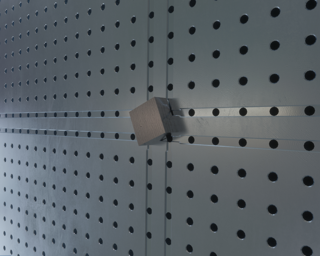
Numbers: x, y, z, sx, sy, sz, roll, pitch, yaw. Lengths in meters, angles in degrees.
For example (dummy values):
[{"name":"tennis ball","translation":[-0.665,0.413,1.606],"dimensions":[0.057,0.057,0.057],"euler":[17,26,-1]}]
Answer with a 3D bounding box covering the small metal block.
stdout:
[{"name":"small metal block","translation":[-0.010,-0.008,0.419],"dimensions":[0.050,0.025,0.050],"euler":[-27,73,36]}]
